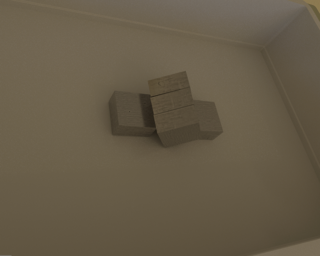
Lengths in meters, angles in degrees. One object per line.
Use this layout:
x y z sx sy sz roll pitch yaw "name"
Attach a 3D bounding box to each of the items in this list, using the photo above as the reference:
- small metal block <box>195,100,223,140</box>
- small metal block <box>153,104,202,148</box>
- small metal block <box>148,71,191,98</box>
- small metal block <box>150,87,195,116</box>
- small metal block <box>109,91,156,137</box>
0.057 -0.012 0.444 0.050 0.025 0.050 3 60 -27 "small metal block"
0.024 -0.001 0.389 0.050 0.050 0.025 -15 64 5 "small metal block"
0.016 -0.046 0.412 0.050 0.050 0.025 -14 63 5 "small metal block"
0.019 -0.023 0.401 0.050 0.050 0.025 -15 64 5 "small metal block"
-0.035 -0.018 0.397 0.050 0.025 0.050 4 60 -27 "small metal block"
